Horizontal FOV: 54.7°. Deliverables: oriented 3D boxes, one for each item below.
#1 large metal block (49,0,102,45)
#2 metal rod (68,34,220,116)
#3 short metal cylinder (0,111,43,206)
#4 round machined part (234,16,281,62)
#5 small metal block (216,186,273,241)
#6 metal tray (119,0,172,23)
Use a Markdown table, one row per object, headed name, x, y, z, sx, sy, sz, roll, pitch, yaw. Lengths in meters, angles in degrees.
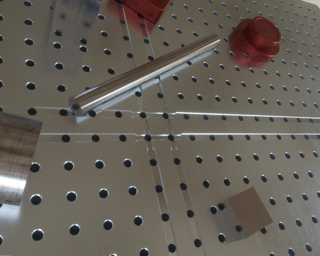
| name | x | y | z | sx | sy | sz | roll | pitch | yaw |
| --- | --- | --- | --- | --- | --- | --- | --- | --- | --- |
| large metal block | -0.114 | -0.173 | 0.417 | 0.050 | 0.080 | 0.080 | 8 | 59 | -25 |
| metal rod | -0.002 | -0.091 | 0.462 | 0.302 | 0.025 | 0.025 | -34 | 81 | -38 |
| short metal cylinder | -0.142 | 0.026 | 0.280 | 0.050 | 0.080 | 0.080 | 15 | 56 | -20 |
| round machined part | 0.199 | -0.182 | 0.615 | 0.099 | 0.042 | 0.098 | 14 | 56 | -21 |
| small metal block | 0.109 | 0.110 | 0.400 | 0.050 | 0.025 | 0.050 | -15 | 69 | -34 |
| metal tray | -0.017 | -0.252 | 0.548 | 0.090 | 0.030 | 0.130 | 31 | 52 | -8 |
